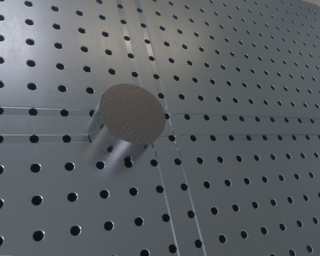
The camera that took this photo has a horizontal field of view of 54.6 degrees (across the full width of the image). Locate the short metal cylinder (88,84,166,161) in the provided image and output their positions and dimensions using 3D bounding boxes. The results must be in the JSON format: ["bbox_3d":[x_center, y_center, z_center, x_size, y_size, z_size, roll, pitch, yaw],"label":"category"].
[{"bbox_3d":[-0.040,-0.006,0.374,0.081,0.050,0.080,13,56,-21],"label":"short metal cylinder"}]
